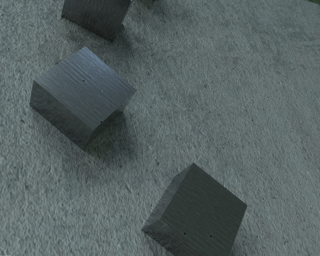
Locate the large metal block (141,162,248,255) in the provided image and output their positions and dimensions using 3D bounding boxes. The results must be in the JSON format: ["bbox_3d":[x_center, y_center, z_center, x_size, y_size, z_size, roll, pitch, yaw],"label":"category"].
[{"bbox_3d":[0.040,0.100,0.348,0.080,0.050,0.080,39,51,-2],"label":"large metal block"}]

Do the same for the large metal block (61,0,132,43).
[{"bbox_3d":[-0.083,-0.181,0.434,0.080,0.080,0.050,25,53,-13],"label":"large metal block"}]

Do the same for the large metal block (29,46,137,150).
[{"bbox_3d":[-0.089,-0.036,0.362,0.080,0.050,0.080,41,51,-1],"label":"large metal block"}]
